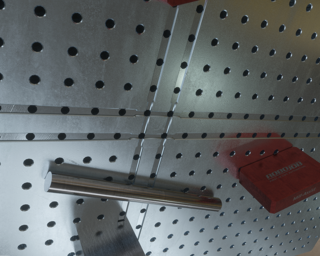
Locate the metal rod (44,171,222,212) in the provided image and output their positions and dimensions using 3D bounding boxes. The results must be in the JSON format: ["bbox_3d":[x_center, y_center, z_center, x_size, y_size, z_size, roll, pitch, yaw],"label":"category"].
[{"bbox_3d":[-0.018,0.101,0.463,0.302,0.025,0.025,17,110,-35],"label":"metal rod"}]

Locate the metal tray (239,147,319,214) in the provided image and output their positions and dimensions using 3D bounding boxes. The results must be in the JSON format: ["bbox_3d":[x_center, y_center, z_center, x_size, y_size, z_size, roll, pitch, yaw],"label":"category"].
[{"bbox_3d":[0.217,0.086,0.541,0.131,0.090,0.030,-18,126,-18],"label":"metal tray"}]

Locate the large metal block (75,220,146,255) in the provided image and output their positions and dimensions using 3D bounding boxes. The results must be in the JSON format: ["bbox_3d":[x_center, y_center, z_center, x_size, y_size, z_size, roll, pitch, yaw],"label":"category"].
[{"bbox_3d":[-0.073,0.189,0.453,0.081,0.080,0.050,-4,120,-27],"label":"large metal block"}]

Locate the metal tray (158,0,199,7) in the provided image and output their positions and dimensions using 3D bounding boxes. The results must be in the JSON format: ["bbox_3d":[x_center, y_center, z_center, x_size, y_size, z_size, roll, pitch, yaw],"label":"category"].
[{"bbox_3d":[0.035,-0.197,0.304,0.091,0.030,0.129,-20,126,-17],"label":"metal tray"}]
